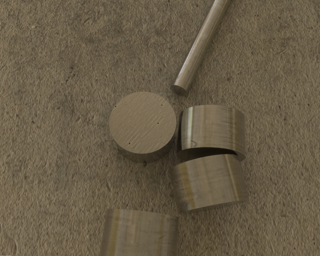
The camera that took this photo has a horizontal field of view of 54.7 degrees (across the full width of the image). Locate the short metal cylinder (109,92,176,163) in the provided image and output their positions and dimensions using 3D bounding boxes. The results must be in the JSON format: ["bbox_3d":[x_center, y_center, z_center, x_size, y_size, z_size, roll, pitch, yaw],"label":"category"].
[{"bbox_3d":[-0.021,0.001,0.395,0.081,0.050,0.080,0,70,0],"label":"short metal cylinder"}]

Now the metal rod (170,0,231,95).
[{"bbox_3d":[0.088,-0.180,0.474,0.025,0.025,0.300,23,71,8],"label":"metal rod"}]

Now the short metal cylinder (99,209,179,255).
[{"bbox_3d":[-0.022,0.119,0.336,0.080,0.080,0.050,6,70,2],"label":"short metal cylinder"}]

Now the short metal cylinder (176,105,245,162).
[{"bbox_3d":[0.062,0.011,0.376,0.080,0.080,0.050,4,70,1],"label":"short metal cylinder"}]

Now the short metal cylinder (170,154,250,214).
[{"bbox_3d":[0.056,0.066,0.355,0.081,0.080,0.050,-9,71,-4],"label":"short metal cylinder"}]
